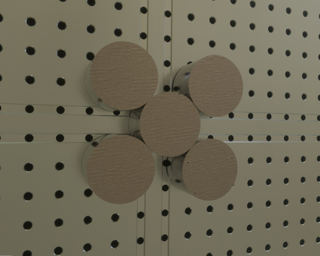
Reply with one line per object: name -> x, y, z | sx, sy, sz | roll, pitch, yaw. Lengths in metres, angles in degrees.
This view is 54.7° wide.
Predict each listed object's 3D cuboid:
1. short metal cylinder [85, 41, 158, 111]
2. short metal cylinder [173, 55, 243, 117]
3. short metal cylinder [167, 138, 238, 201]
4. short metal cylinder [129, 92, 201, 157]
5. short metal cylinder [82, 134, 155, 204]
short metal cylinder -> -0.048, -0.061, 0.381 | 0.081, 0.050, 0.079 | 0, 90, -21
short metal cylinder -> 0.065, -0.054, 0.422 | 0.081, 0.050, 0.079 | 0, 90, -21
short metal cylinder -> 0.057, 0.053, 0.421 | 0.081, 0.050, 0.079 | 0, 90, -21
short metal cylinder -> 0.005, -0.005, 0.402 | 0.081, 0.050, 0.079 | 0, 90, -21
short metal cylinder -> -0.052, 0.048, 0.380 | 0.081, 0.050, 0.079 | 0, 90, -21
